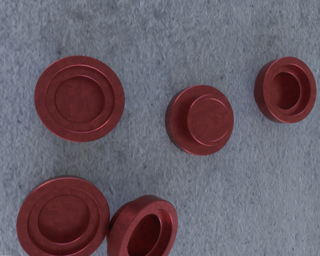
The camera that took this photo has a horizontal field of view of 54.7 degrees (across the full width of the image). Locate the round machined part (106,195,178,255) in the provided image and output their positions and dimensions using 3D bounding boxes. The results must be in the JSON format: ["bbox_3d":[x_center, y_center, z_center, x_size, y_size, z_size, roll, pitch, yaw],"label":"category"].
[{"bbox_3d":[-0.026,0.128,0.377,0.099,0.042,0.097,-17,113,-44],"label":"round machined part"}]

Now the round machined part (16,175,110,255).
[{"bbox_3d":[-0.111,0.103,0.360,0.099,0.042,0.097,0,90,-20],"label":"round machined part"}]

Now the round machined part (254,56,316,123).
[{"bbox_3d":[0.183,-0.056,0.470,0.099,0.042,0.097,0,90,-21],"label":"round machined part"}]

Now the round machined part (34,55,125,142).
[{"bbox_3d":[-0.095,-0.033,0.365,0.099,0.042,0.097,0,90,-21],"label":"round machined part"}]

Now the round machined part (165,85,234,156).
[{"bbox_3d":[0.060,-0.010,0.423,0.099,0.042,0.097,0,90,-21],"label":"round machined part"}]
